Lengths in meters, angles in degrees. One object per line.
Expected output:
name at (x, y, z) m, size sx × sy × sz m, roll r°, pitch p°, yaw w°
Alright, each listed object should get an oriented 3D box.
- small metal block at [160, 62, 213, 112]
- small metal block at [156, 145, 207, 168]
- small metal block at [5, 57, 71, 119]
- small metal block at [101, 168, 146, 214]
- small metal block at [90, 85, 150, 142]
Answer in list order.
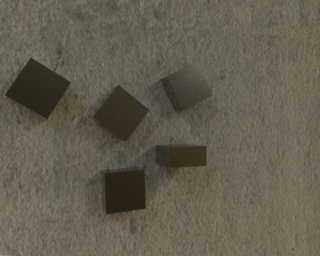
small metal block at (0.036, -0.056, 0.424) m, size 0.050 × 0.025 × 0.050 m, roll -29°, pitch 100°, yaw -18°
small metal block at (0.027, 0.035, 0.407) m, size 0.050 × 0.050 × 0.025 m, roll 0°, pitch 90°, yaw -20°
small metal block at (-0.139, -0.044, 0.358) m, size 0.050 × 0.025 × 0.050 m, roll 33°, pitch 79°, yaw -18°
small metal block at (-0.046, 0.078, 0.393) m, size 0.050 × 0.025 × 0.050 m, roll -3°, pitch 91°, yaw -20°
small metal block at (-0.050, -0.018, 0.391) m, size 0.050 × 0.025 × 0.050 m, roll 39°, pitch 77°, yaw -16°
